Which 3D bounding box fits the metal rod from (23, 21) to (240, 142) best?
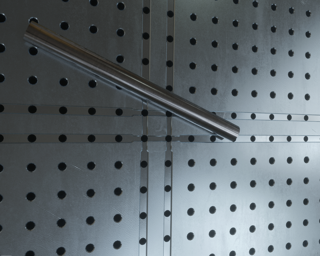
[{"bbox_3d":[-0.022,-0.052,0.404,0.301,0.025,0.025,25,82,-18],"label":"metal rod"}]
